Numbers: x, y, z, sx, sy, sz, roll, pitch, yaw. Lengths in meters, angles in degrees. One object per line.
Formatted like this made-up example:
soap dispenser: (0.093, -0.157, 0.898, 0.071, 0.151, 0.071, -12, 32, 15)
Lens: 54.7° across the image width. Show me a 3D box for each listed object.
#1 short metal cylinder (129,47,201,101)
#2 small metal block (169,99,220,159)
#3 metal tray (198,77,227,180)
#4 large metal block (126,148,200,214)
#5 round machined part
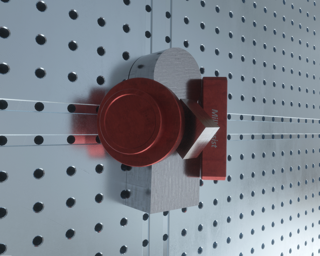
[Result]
short metal cylinder: (0.008, -0.059, 0.398, 0.081, 0.050, 0.080, 0, 90, -40)
small metal block: (0.034, 0.001, 0.366, 0.025, 0.050, 0.050, 0, 133, -43)
metal tray: (0.070, 0.001, 0.427, 0.030, 0.090, 0.129, 1, 89, 3)
large metal block: (0.005, 0.059, 0.397, 0.081, 0.050, 0.080, 3, 88, -40)
round machined part: (-0.025, -0.006, 0.335, 0.042, 0.098, 0.097, 4, 87, -73)
